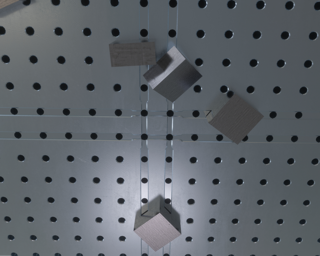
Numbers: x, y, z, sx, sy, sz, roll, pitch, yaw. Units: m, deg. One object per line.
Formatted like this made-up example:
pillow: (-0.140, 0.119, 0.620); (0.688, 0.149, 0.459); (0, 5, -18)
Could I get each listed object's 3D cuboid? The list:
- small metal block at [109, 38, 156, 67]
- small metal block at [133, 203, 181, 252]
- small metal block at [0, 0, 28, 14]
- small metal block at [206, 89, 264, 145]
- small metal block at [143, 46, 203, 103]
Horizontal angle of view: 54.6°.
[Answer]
small metal block: (-0.030, -0.090, 0.367); (0.050, 0.050, 0.025); (-3, 110, 1)
small metal block: (-0.004, 0.150, 0.469); (0.050, 0.025, 0.050); (-38, 106, 13)
small metal block: (-0.190, -0.160, 0.353); (0.050, 0.025, 0.050); (-20, 109, 7)
small metal block: (0.098, -0.015, 0.409); (0.050, 0.025, 0.050); (36, 106, -12)
small metal block: (0.016, -0.063, 0.375); (0.050, 0.025, 0.050); (-41, 150, 14)
